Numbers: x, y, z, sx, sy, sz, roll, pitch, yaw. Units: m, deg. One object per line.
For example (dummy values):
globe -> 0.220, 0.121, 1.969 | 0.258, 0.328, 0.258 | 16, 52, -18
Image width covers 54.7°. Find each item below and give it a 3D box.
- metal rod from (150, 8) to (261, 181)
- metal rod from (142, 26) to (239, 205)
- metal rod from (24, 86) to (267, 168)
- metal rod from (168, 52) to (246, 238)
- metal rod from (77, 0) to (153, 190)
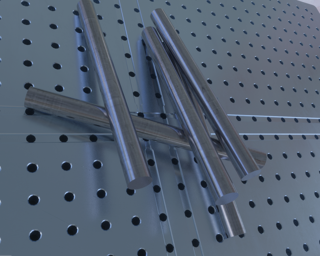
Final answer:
metal rod -> 0.050, -0.064, 0.429 | 0.025, 0.025, 0.299 | -5, 55, -31
metal rod -> 0.025, -0.040, 0.403 | 0.025, 0.025, 0.299 | 2, 47, -27
metal rod -> -0.007, 0.004, 0.382 | 0.302, 0.025, 0.025 | 15, 55, -12
metal rod -> 0.056, 0.000, 0.439 | 0.025, 0.025, 0.299 | -2, 63, -30
metal rod -> -0.065, -0.064, 0.378 | 0.025, 0.025, 0.299 | 0, 51, -29
